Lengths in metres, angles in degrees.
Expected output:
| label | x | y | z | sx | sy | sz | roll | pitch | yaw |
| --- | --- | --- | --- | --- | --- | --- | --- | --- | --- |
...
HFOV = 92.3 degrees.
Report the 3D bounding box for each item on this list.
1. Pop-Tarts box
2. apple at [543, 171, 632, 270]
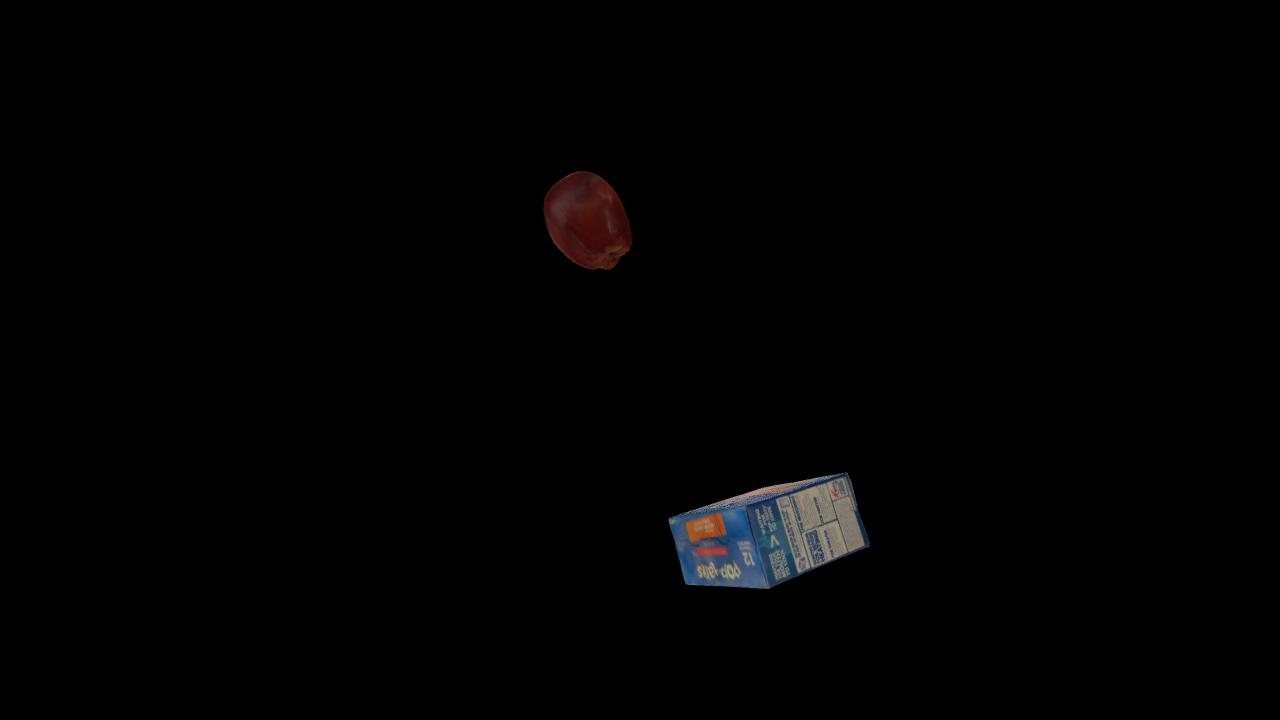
| label | x | y | z | sx | sy | sz | roll | pitch | yaw |
| --- | --- | --- | --- | --- | --- | --- | --- | --- | --- |
| Pop-Tarts box | 0.136 | 0.189 | 0.682 | 0.141 | 0.083 | 0.167 | -11 | -13 | -27 |
| apple | -0.048 | -0.131 | 0.576 | 0.079 | 0.093 | 0.079 | -26 | -22 | -11 |
